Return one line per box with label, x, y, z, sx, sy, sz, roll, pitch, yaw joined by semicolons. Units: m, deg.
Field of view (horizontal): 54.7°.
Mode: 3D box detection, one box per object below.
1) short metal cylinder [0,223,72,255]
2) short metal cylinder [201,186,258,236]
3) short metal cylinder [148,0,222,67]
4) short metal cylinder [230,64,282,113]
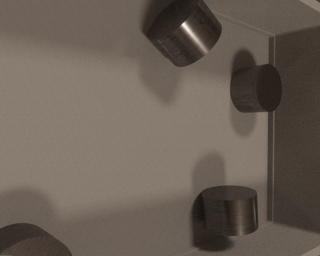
short metal cylinder;-0.127;0.134;0.285;0.081;0.050;0.079;0;90;-40
short metal cylinder;0.104;0.120;0.461;0.081;0.080;0.050;-6;94;-40
short metal cylinder;0.032;-0.126;0.399;0.050;0.080;0.080;41;65;-33
short metal cylinder;0.166;-0.067;0.532;0.081;0.050;0.079;0;90;-40
